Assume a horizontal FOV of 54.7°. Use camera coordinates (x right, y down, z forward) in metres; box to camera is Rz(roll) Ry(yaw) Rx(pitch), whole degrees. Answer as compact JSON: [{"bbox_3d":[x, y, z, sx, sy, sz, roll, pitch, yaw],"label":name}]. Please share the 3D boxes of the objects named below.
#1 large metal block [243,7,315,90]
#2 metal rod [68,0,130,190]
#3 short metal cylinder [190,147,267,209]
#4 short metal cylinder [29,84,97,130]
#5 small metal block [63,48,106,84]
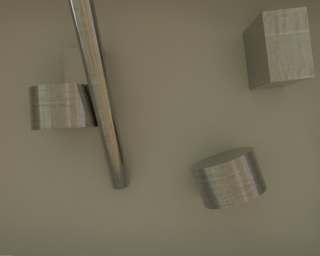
[{"bbox_3d":[0.143,-0.094,0.386,0.050,0.080,0.079,-7,90,0],"label":"large metal block"},{"bbox_3d":[-0.071,-0.059,0.349,0.025,0.025,0.298,-8,115,0],"label":"metal rod"},{"bbox_3d":[0.085,0.061,0.385,0.080,0.080,0.050,-20,90,0],"label":"short metal cylinder"},{"bbox_3d":[-0.117,-0.024,0.382,0.081,0.080,0.050,-3,90,-1],"label":"short metal cylinder"},{"bbox_3d":[-0.098,-0.079,0.410,0.050,0.025,0.050,-4,90,-1],"label":"small metal block"}]
